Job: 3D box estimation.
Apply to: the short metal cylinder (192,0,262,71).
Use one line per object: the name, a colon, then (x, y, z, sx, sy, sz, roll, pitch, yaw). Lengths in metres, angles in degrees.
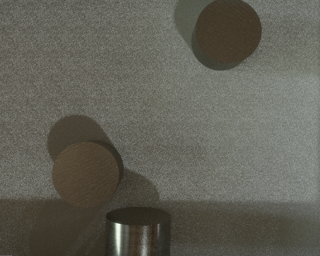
short metal cylinder: (0.083, -0.118, 0.400, 0.081, 0.050, 0.079, 0, 90, -1)

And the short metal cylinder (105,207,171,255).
short metal cylinder: (-0.027, 0.133, 0.384, 0.081, 0.080, 0.050, 2, 90, -1)

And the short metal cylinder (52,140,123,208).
short metal cylinder: (-0.090, 0.056, 0.398, 0.081, 0.050, 0.079, 0, 90, -1)
